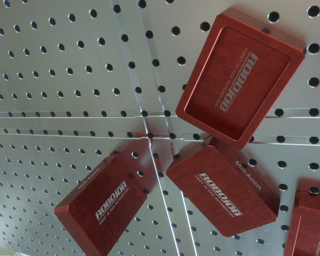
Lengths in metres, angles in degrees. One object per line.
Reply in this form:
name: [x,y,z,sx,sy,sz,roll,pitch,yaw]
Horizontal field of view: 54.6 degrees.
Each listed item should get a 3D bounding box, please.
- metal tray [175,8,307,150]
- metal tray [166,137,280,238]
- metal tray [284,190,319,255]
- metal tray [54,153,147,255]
metal tray: [0.081,-0.048,0.335,0.090,0.030,0.129,30,128,9]
metal tray: [0.083,0.080,0.414,0.130,0.030,0.090,48,129,-6]
metal tray: [0.208,0.146,0.387,0.090,0.030,0.129,10,123,23]
metal tray: [-0.079,0.109,0.453,0.030,0.131,0.090,-20,108,36]
